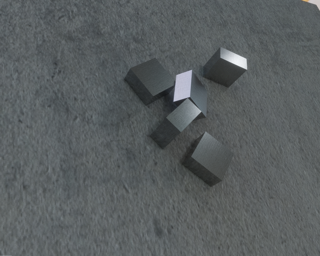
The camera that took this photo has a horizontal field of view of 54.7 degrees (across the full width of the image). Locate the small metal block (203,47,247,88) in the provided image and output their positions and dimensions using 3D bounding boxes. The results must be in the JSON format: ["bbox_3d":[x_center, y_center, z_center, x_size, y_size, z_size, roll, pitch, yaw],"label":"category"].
[{"bbox_3d":[0.106,-0.098,0.507,0.050,0.050,0.025,19,54,-17],"label":"small metal block"}]

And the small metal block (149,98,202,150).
[{"bbox_3d":[0.020,-0.005,0.403,0.025,0.050,0.050,45,51,2],"label":"small metal block"}]

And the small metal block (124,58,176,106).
[{"bbox_3d":[-0.013,-0.066,0.439,0.050,0.025,0.050,-33,80,-38],"label":"small metal block"}]

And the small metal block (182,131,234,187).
[{"bbox_3d":[0.065,0.041,0.416,0.050,0.025,0.050,38,51,-3],"label":"small metal block"}]

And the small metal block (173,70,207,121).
[{"bbox_3d":[0.045,-0.045,0.443,0.050,0.025,0.050,45,41,-42],"label":"small metal block"}]
